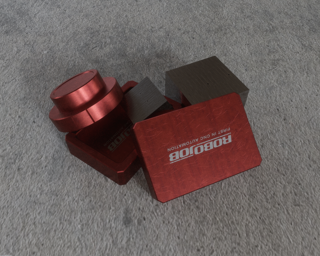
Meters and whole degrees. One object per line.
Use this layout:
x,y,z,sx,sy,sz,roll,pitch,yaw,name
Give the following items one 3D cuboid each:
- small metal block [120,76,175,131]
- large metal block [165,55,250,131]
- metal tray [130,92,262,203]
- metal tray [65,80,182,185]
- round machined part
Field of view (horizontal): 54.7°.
-0.018,-0.030,0.400,0.050,0.025,0.050,-39,58,4,small metal block
0.061,-0.047,0.429,0.081,0.050,0.080,-21,53,-17,large metal block
0.041,0.020,0.355,0.131,0.030,0.090,-18,89,-14,metal tray
-0.042,0.000,0.400,0.090,0.030,0.131,28,55,21,metal tray
-0.100,-0.041,0.400,0.098,0.042,0.098,-20,29,12,round machined part
